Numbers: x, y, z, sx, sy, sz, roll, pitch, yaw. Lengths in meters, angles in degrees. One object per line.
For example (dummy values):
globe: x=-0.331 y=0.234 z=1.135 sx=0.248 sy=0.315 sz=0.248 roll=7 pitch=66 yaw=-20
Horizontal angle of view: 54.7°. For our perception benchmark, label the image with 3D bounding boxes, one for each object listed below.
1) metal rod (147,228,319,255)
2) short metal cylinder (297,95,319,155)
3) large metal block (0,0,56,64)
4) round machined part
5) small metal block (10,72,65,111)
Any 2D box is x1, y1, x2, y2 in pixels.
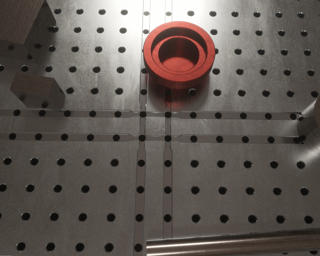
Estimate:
metal rod: x=0.136 y=0.134 z=0.364 sx=0.302 sy=0.025 sz=0.025 roll=-3 pitch=70 yaw=-2
short metal cylinder: x=0.230 y=-0.006 z=0.404 sx=0.081 sy=0.050 sz=0.080 roll=0 pitch=70 yaw=0
large metal block: x=-0.211 y=-0.148 z=0.450 sx=0.080 sy=0.050 sz=0.080 roll=13 pitch=70 yaw=4
round machined part: x=0.026 y=-0.099 z=0.439 sx=0.099 sy=0.042 sz=0.098 roll=0 pitch=70 yaw=-1
small metal block: x=-0.162 y=-0.047 z=0.414 sx=0.050 sy=0.050 sz=0.025 roll=9 pitch=71 yaw=3
